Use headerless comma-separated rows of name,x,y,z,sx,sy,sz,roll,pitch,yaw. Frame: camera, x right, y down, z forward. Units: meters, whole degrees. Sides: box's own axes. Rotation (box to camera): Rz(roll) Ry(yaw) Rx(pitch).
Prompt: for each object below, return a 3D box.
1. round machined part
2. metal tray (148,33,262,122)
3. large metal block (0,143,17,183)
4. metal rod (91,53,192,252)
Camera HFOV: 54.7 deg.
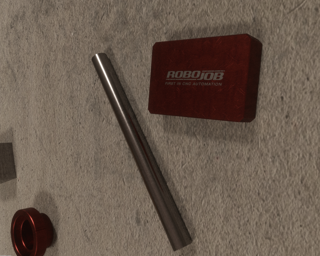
round machined part,-0.239,0.200,0.587,0.098,0.042,0.097,0,90,39
metal tray,0.047,-0.057,0.362,0.130,0.030,0.089,7,95,39
large metal block,-0.366,0.081,0.686,0.080,0.050,0.080,-20,78,38
metal rod,-0.033,0.019,0.429,0.025,0.025,0.299,-39,67,33
